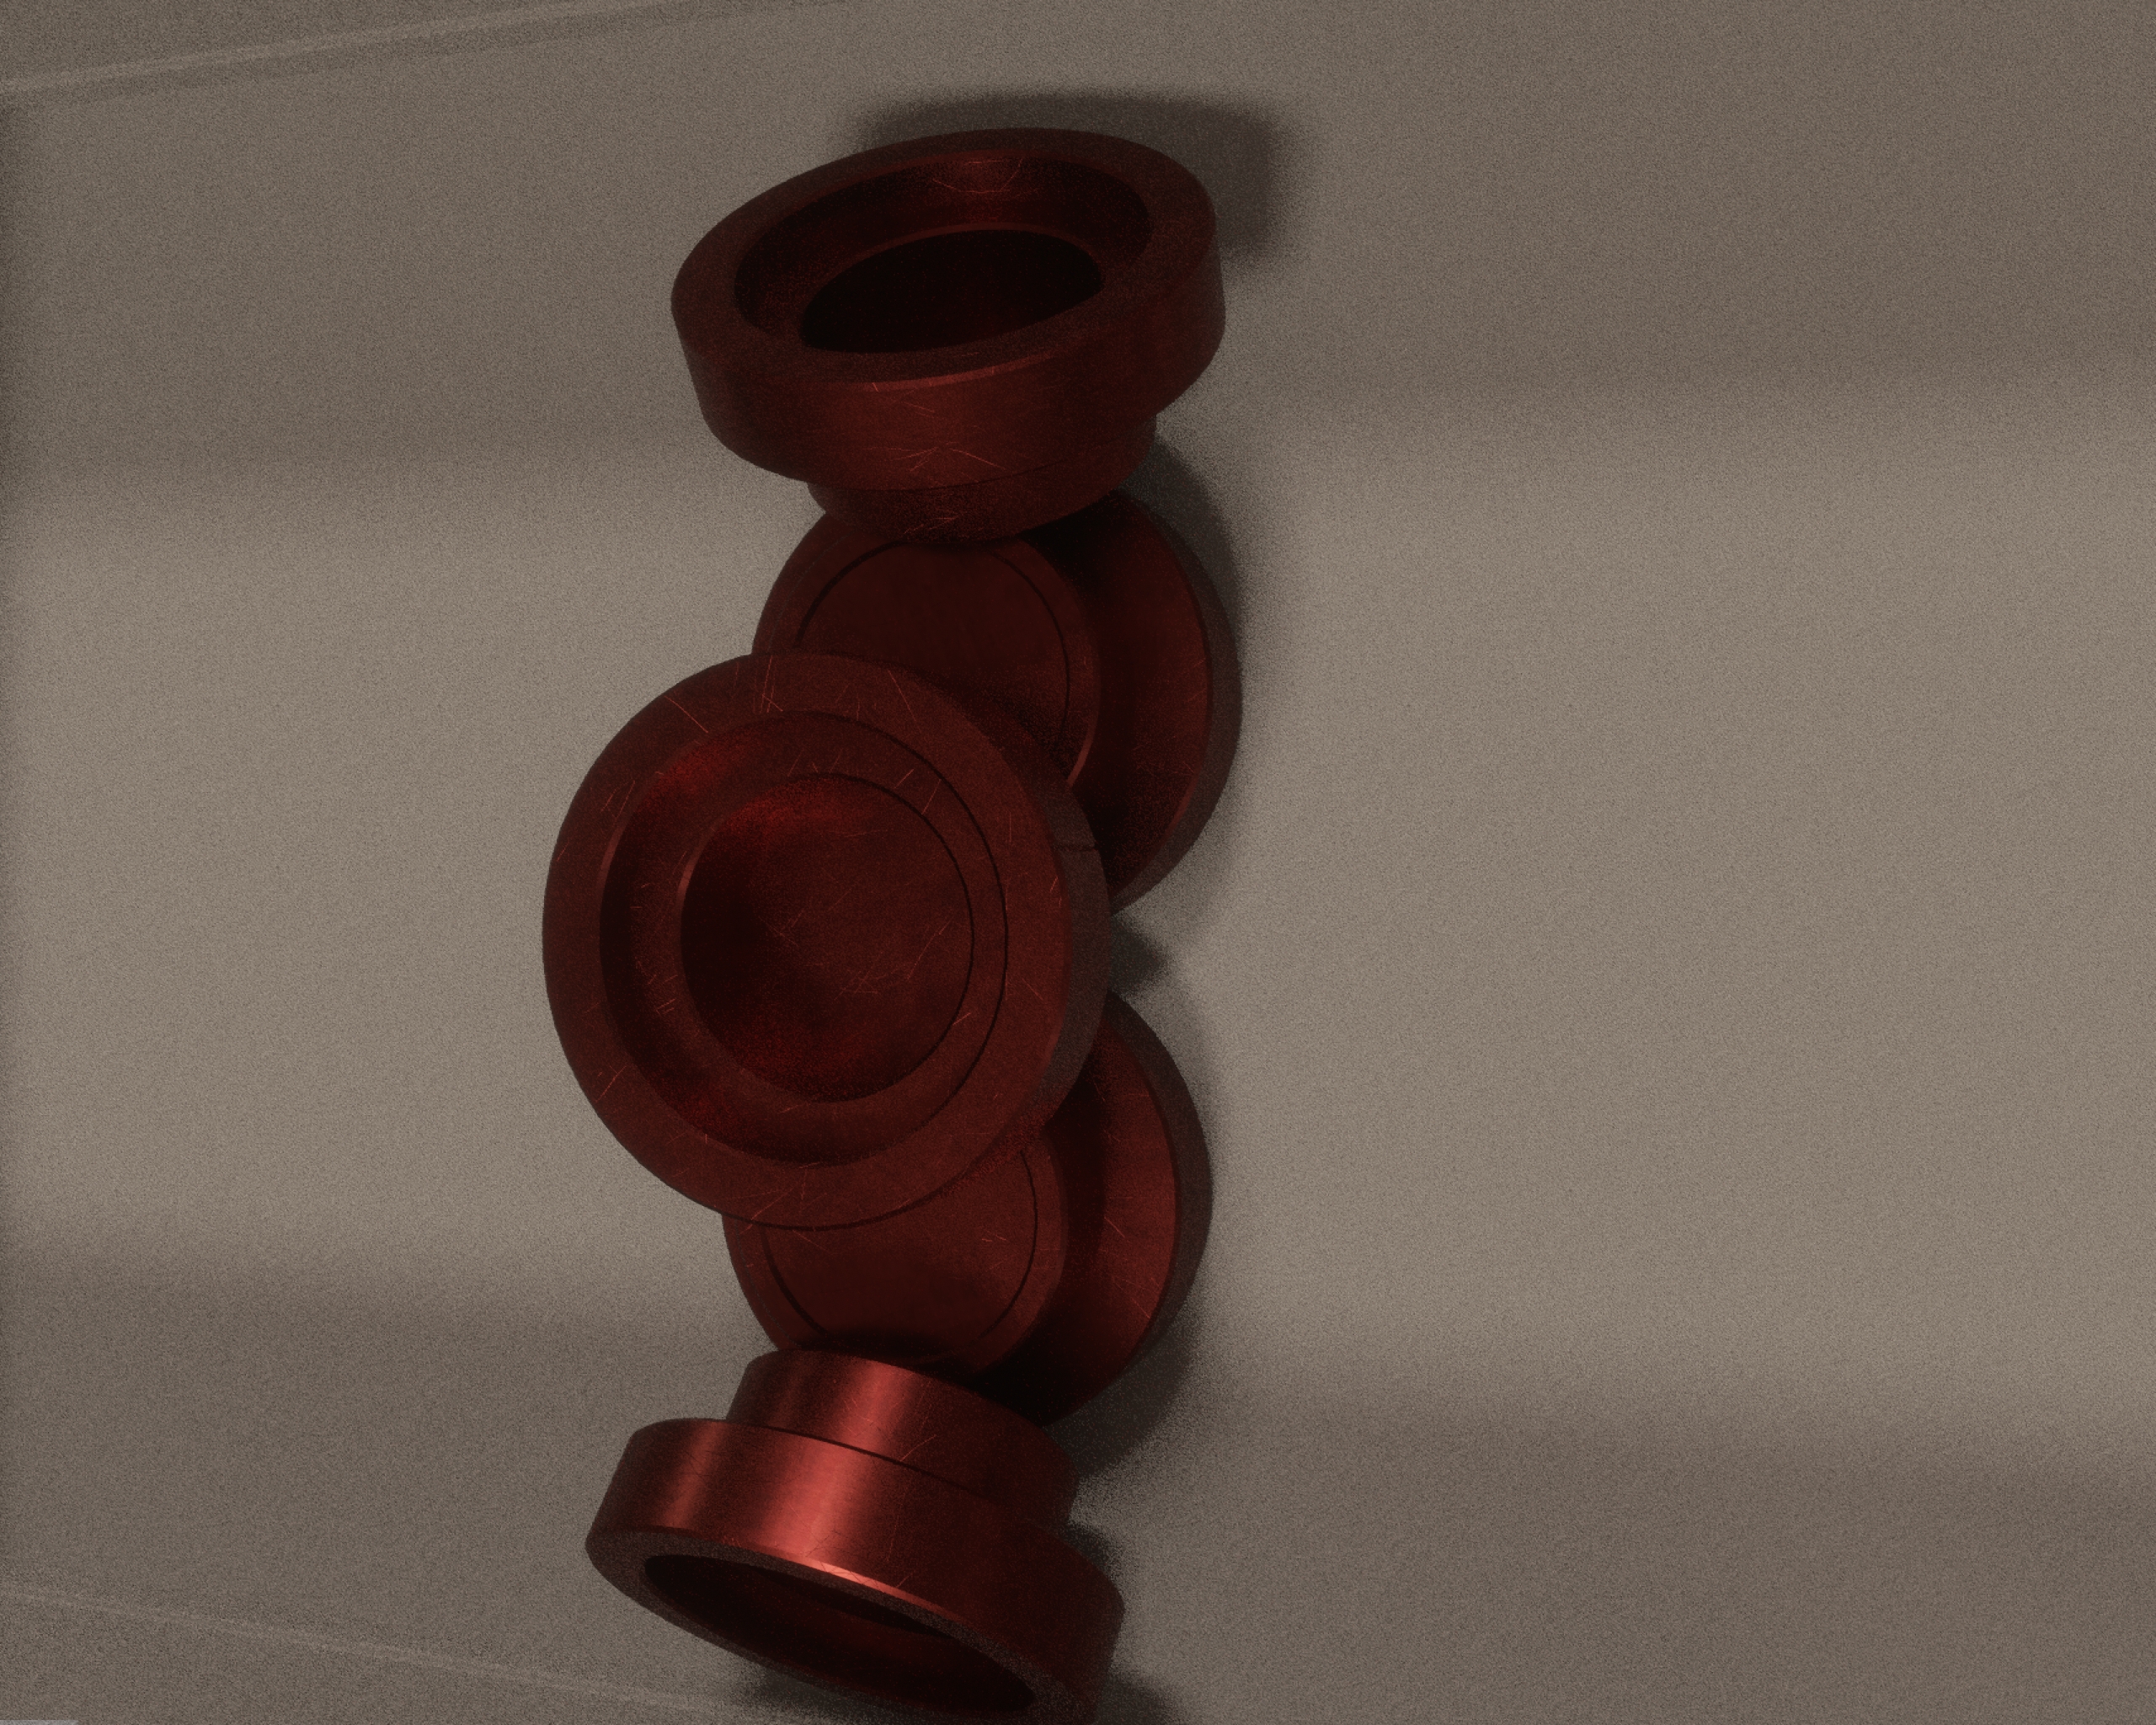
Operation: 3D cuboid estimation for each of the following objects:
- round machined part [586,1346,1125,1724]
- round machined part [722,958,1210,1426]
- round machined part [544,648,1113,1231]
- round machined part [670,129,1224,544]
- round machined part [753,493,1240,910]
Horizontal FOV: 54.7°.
[{"bbox_3d":[-0.038,0.126,0.393,0.098,0.098,0.042,7,55,19],"label":"round machined part"},{"bbox_3d":[-0.027,0.065,0.408,0.098,0.042,0.097,0,90,19],"label":"round machined part"},{"bbox_3d":[-0.040,0.013,0.367,0.098,0.042,0.097,0,90,19],"label":"round machined part"},{"bbox_3d":[-0.022,-0.095,0.387,0.098,0.098,0.042,8,135,19],"label":"round machined part"},{"bbox_3d":[-0.021,-0.033,0.406,0.098,0.042,0.097,0,90,19],"label":"round machined part"}]
